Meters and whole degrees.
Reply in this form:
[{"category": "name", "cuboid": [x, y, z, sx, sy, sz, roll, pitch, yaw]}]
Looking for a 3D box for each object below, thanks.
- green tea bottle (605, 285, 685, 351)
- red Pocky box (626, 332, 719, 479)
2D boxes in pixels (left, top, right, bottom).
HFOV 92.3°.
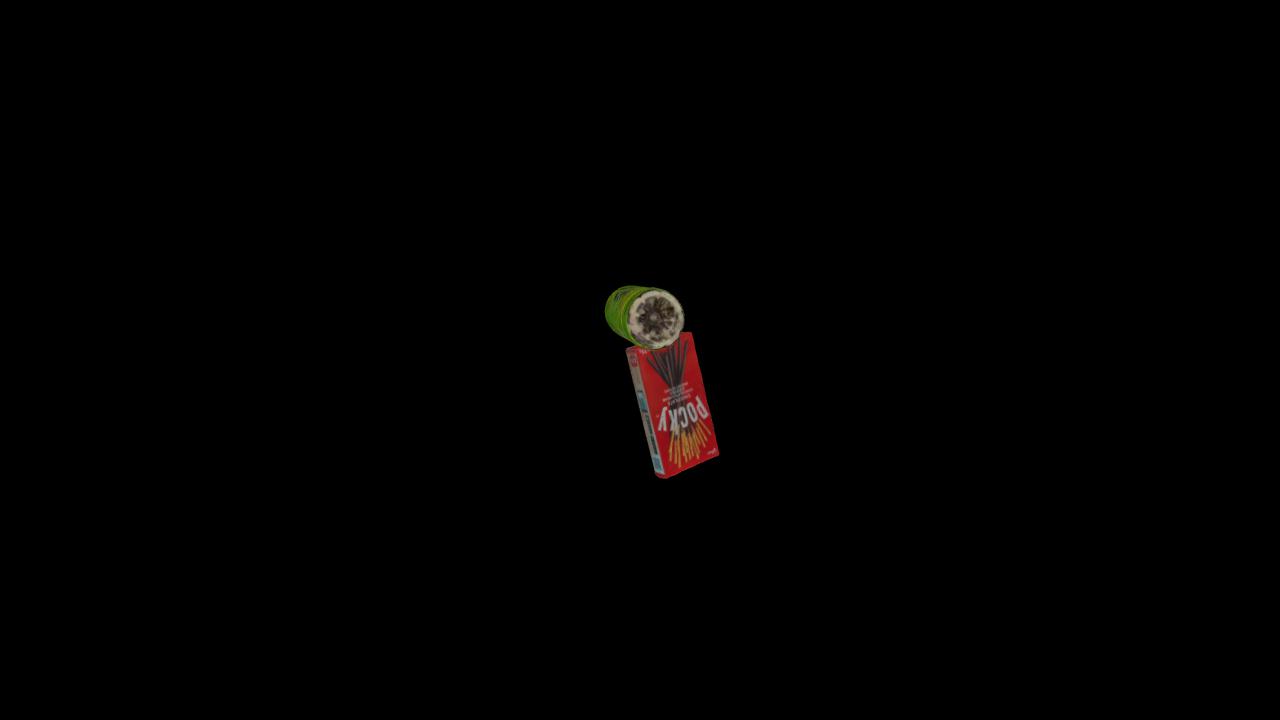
[{"category": "green tea bottle", "cuboid": [-0.005, -0.057, 0.768, 0.073, 0.073, 0.212, 0, 7, -14]}, {"category": "red Pocky box", "cuboid": [0.039, 0.050, 0.709, 0.083, 0.155, 0.028, -19, 9, -32]}]
